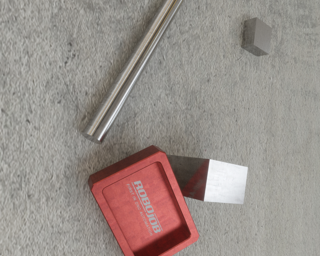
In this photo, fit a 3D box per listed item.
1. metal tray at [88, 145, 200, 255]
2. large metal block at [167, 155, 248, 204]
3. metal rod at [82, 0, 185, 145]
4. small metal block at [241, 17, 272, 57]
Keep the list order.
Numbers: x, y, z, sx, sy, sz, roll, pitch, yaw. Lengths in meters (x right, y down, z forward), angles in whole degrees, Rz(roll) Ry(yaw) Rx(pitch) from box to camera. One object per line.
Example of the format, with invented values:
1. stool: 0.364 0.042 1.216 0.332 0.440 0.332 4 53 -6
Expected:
1. metal tray: -0.017 0.097 0.367 0.091 0.030 0.129 -26 108 -13
2. large metal block: 0.059 0.069 0.421 0.081 0.080 0.050 15 80 -40
3. metal rod: -0.012 -0.113 0.396 0.025 0.025 0.300 41 65 -33
4. small metal block: 0.173 -0.161 0.553 0.050 0.025 0.050 13 82 -40
